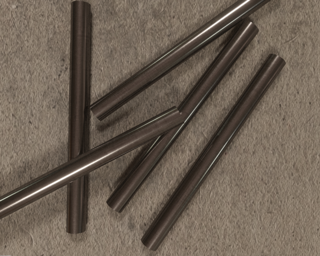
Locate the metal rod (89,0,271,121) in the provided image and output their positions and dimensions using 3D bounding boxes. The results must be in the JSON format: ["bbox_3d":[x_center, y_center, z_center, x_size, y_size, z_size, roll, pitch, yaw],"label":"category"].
[{"bbox_3d":[0.037,-0.106,0.410,0.301,0.025,0.025,-35,90,-1],"label":"metal rod"}]

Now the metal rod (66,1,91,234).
[{"bbox_3d":[-0.107,-0.014,0.408,0.025,0.025,0.298,1,90,-1],"label":"metal rod"}]

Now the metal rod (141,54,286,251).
[{"bbox_3d":[0.070,0.032,0.410,0.025,0.025,0.299,35,90,-1],"label":"metal rod"}]

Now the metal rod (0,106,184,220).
[{"bbox_3d":[-0.109,0.053,0.382,0.301,0.025,0.025,-28,90,-1],"label":"metal rod"}]

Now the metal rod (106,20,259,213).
[{"bbox_3d":[0.030,-0.015,0.410,0.025,0.025,0.299,37,90,-1],"label":"metal rod"}]
